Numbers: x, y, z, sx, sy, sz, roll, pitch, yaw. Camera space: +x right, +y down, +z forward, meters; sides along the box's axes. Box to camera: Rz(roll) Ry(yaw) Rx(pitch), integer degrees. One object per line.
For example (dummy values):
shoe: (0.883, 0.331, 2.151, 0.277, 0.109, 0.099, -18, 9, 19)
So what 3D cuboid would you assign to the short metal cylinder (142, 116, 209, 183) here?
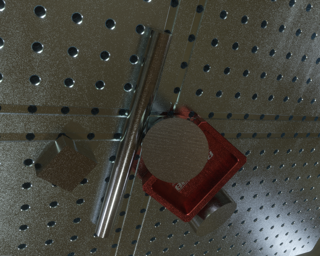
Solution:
short metal cylinder: (0.019, 0.025, 0.396, 0.080, 0.050, 0.079, 0, 97, 1)

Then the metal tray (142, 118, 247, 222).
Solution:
metal tray: (0.048, 0.061, 0.448, 0.090, 0.030, 0.130, 41, 95, -14)

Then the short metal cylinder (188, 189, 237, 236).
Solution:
short metal cylinder: (0.077, 0.130, 0.506, 0.081, 0.050, 0.080, -24, 141, -21)

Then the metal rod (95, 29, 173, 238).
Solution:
metal rod: (-0.041, 0.024, 0.403, 0.025, 0.025, 0.298, 4, 116, -30)

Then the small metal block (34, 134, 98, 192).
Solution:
small metal block: (-0.113, 0.044, 0.376, 0.050, 0.025, 0.050, -46, 129, 4)
